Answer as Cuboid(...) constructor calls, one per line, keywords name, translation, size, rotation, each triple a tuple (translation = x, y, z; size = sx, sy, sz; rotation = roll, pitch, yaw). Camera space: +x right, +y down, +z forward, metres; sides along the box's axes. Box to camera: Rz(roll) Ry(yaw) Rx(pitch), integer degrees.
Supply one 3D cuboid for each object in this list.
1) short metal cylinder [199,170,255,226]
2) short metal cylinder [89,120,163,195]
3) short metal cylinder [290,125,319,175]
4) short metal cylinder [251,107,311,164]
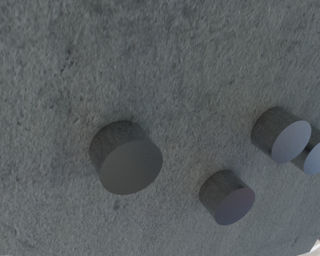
Cuboid(name="short metal cylinder", translation=(0.114, 0.118, 0.529), size=(0.081, 0.050, 0.079), rotation=(-14, 125, -21))
Cuboid(name="short metal cylinder", translation=(-0.044, 0.037, 0.391), size=(0.081, 0.050, 0.079), rotation=(-14, 125, -21))
Cuboid(name="short metal cylinder", translation=(0.276, 0.039, 0.569), size=(0.081, 0.050, 0.079), rotation=(-14, 125, -21))
Cuboid(name="short metal cylinder", translation=(0.198, 0.011, 0.509), size=(0.081, 0.050, 0.079), rotation=(-14, 125, -21))
